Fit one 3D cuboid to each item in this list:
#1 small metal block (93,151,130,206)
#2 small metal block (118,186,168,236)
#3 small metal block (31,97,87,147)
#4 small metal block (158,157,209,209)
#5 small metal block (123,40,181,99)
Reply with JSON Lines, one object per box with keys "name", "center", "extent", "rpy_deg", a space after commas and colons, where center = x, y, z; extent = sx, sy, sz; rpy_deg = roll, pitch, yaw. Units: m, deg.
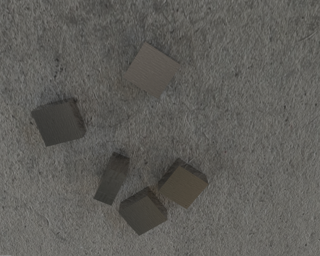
{"name": "small metal block", "center": [-0.064, 0.068, 0.421], "extent": [0.025, 0.050, 0.050], "rpy_deg": [25, 108, -9]}
{"name": "small metal block", "center": [-0.024, 0.122, 0.454], "extent": [0.050, 0.025, 0.050], "rpy_deg": [-33, 107, 11]}
{"name": "small metal block", "center": [-0.131, -0.008, 0.405], "extent": [0.050, 0.025, 0.050], "rpy_deg": [-14, 110, 5]}
{"name": "small metal block", "center": [0.032, 0.079, 0.439], "extent": [0.050, 0.025, 0.050], "rpy_deg": [33, 107, -12]}
{"name": "small metal block", "center": [-0.010, -0.072, 0.383], "extent": [0.050, 0.025, 0.050], "rpy_deg": [31, 107, -11]}
